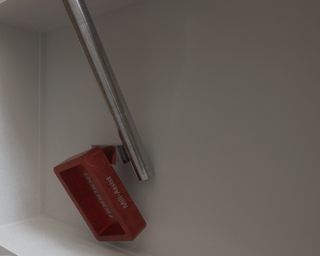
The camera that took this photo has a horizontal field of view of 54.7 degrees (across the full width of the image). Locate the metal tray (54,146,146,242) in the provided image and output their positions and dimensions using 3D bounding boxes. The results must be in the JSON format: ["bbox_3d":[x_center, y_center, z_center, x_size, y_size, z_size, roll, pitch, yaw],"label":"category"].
[{"bbox_3d":[-0.086,0.096,0.432,0.090,0.030,0.130,-22,100,44],"label":"metal tray"}]

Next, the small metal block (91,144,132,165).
[{"bbox_3d":[-0.061,0.036,0.438,0.050,0.050,0.025,-2,89,39],"label":"small metal block"}]

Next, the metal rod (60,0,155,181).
[{"bbox_3d":[-0.070,-0.068,0.380,0.025,0.025,0.298,-7,112,39],"label":"metal rod"}]
